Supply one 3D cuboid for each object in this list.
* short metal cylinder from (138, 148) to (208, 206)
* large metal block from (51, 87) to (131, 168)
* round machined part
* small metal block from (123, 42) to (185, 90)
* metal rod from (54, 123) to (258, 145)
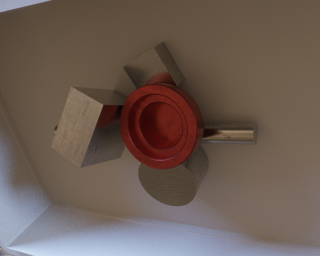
[{"bbox_3d":[0.018,0.057,0.413,0.080,0.050,0.079,13,124,20],"label":"short metal cylinder"},{"bbox_3d":[-0.078,-0.003,0.390,0.050,0.080,0.079,30,106,23],"label":"large metal block"},{"bbox_3d":[0.005,-0.004,0.364,0.098,0.042,0.097,6,104,27],"label":"round machined part"},{"bbox_3d":[-0.007,-0.066,0.369,0.050,0.025,0.050,-23,107,36],"label":"small metal block"},{"bbox_3d":[-0.025,0.006,0.420,0.300,0.025,0.025,0,119,27],"label":"metal rod"}]
